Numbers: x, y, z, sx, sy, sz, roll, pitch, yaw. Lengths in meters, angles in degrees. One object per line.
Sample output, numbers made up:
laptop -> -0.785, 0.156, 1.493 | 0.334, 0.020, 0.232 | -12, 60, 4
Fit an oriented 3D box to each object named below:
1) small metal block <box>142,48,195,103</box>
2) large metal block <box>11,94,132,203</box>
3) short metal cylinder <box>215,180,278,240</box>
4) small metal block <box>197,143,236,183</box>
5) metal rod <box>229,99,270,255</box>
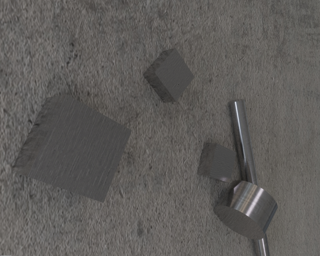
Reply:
small metal block -> 0.013, -0.070, 0.415 | 0.050, 0.025, 0.050 | 51, 60, -28
large metal block -> -0.087, 0.022, 0.315 | 0.080, 0.050, 0.080 | 32, 71, -36
short metal cylinder -> 0.133, 0.127, 0.480 | 0.050, 0.080, 0.080 | -50, 120, -28
small metal block -> 0.088, 0.054, 0.479 | 0.050, 0.025, 0.050 | 24, 75, -37
metal rod -> 0.157, 0.098, 0.536 | 0.025, 0.025, 0.298 | -20, 103, -38
